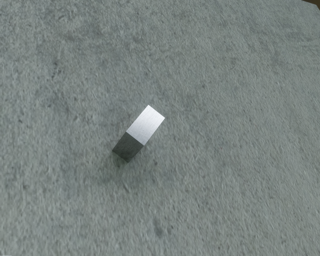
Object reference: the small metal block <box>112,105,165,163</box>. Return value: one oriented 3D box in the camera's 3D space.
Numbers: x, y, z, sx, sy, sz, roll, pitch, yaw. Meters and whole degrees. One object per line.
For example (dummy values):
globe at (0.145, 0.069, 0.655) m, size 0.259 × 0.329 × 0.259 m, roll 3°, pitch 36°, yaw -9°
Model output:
small metal block at (-0.026, 0.008, 0.370) m, size 0.025 × 0.050 × 0.050 m, roll 39°, pitch 51°, yaw -3°
